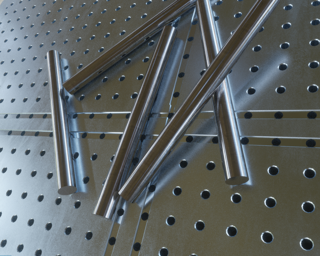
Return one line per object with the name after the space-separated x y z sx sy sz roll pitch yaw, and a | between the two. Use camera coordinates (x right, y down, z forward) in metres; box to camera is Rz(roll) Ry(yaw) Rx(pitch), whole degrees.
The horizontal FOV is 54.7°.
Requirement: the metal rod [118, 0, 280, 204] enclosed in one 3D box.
0.047 -0.037 0.377 0.025 0.025 0.299 36 90 38 | metal rod

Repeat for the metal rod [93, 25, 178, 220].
-0.027 -0.023 0.434 0.025 0.025 0.300 4 64 30 | metal rod

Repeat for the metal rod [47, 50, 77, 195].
-0.166 -0.028 0.509 0.025 0.025 0.299 -28 52 10 | metal rod

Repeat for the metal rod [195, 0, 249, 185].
0.075 -0.070 0.410 0.025 0.025 0.299 -16 55 19 | metal rod

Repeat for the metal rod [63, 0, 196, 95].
-0.035 -0.152 0.518 0.300 0.025 0.025 -35 52 4 | metal rod
